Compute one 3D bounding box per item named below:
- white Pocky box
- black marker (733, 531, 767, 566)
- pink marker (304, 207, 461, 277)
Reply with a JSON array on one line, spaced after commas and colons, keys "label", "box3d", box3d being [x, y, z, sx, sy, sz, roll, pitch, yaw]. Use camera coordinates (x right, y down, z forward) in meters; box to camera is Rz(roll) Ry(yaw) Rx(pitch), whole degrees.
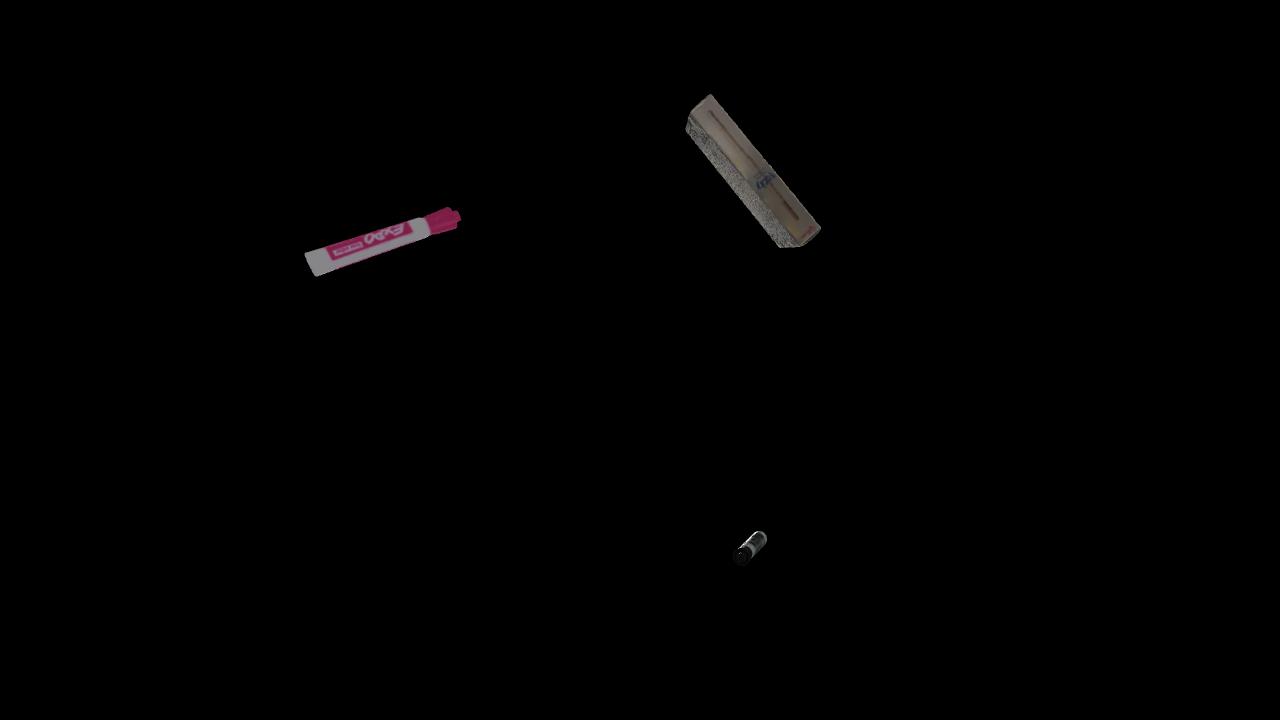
[{"label": "white Pocky box", "box3d": [0.102, -0.171, 0.575, 0.028, 0.154, 0.084, -41, 8, 6]}, {"label": "black marker", "box3d": [0.128, 0.217, 0.711, 0.020, 0.020, 0.121, 0, -5, 21]}, {"label": "pink marker", "box3d": [-0.200, -0.096, 0.489, 0.121, 0.020, 0.020, -27, 12, -25]}]
